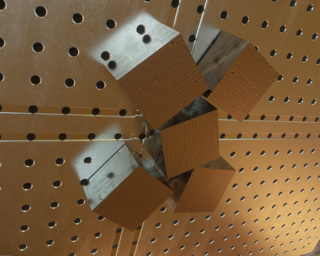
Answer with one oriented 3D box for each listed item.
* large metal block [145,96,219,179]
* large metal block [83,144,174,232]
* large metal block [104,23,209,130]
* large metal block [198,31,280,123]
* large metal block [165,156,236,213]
[{"bbox_3d":[0.031,0.010,0.416,0.081,0.050,0.080,-21,127,-16],"label":"large metal block"},{"bbox_3d":[-0.042,0.083,0.420,0.080,0.050,0.080,-44,129,2],"label":"large metal block"},{"bbox_3d":[-0.003,-0.059,0.356,0.080,0.050,0.080,-38,129,-2],"label":"large metal block"},{"bbox_3d":[0.095,-0.065,0.404,0.080,0.050,0.080,28,103,-40],"label":"large metal block"},{"bbox_3d":[0.056,0.081,0.475,0.081,0.050,0.080,9,114,-33],"label":"large metal block"}]
